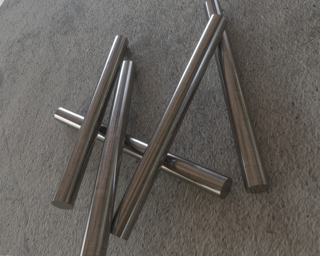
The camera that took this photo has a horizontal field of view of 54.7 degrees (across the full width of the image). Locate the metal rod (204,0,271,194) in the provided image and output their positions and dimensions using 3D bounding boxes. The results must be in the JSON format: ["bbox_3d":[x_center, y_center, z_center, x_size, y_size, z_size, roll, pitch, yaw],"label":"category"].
[{"bbox_3d":[0.090,-0.063,0.395,0.025,0.025,0.299,-17,55,18],"label":"metal rod"}]

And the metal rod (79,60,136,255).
[{"bbox_3d":[-0.057,0.013,0.389,0.025,0.025,0.300,-15,44,19],"label":"metal rod"}]

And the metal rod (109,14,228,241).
[{"bbox_3d":[0.017,-0.016,0.371,0.025,0.025,0.300,13,68,33],"label":"metal rod"}]

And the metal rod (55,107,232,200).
[{"bbox_3d":[-0.045,0.021,0.414,0.300,0.025,0.025,20,73,35],"label":"metal rod"}]

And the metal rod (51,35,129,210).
[{"bbox_3d":[-0.088,-0.030,0.441,0.025,0.025,0.300,-8,49,24],"label":"metal rod"}]
